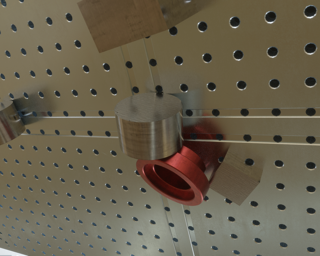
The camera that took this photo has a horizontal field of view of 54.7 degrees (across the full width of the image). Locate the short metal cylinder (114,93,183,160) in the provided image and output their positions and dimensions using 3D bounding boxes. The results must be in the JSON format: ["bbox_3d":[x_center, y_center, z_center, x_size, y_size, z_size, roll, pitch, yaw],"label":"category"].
[{"bbox_3d":[-0.012,-0.004,0.378,0.080,0.080,0.050,10,122,23],"label":"short metal cylinder"}]

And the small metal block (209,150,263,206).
[{"bbox_3d":[0.096,0.065,0.401,0.050,0.025,0.050,30,128,8],"label":"small metal block"}]

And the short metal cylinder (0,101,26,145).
[{"bbox_3d":[-0.274,-0.006,0.513,0.080,0.080,0.050,-2,118,29],"label":"short metal cylinder"}]

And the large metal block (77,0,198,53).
[{"bbox_3d":[-0.019,-0.120,0.310,0.080,0.080,0.050,-9,114,32],"label":"large metal block"}]

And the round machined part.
[{"bbox_3d":[0.021,0.056,0.409,0.098,0.042,0.097,25,148,17],"label":"round machined part"}]
